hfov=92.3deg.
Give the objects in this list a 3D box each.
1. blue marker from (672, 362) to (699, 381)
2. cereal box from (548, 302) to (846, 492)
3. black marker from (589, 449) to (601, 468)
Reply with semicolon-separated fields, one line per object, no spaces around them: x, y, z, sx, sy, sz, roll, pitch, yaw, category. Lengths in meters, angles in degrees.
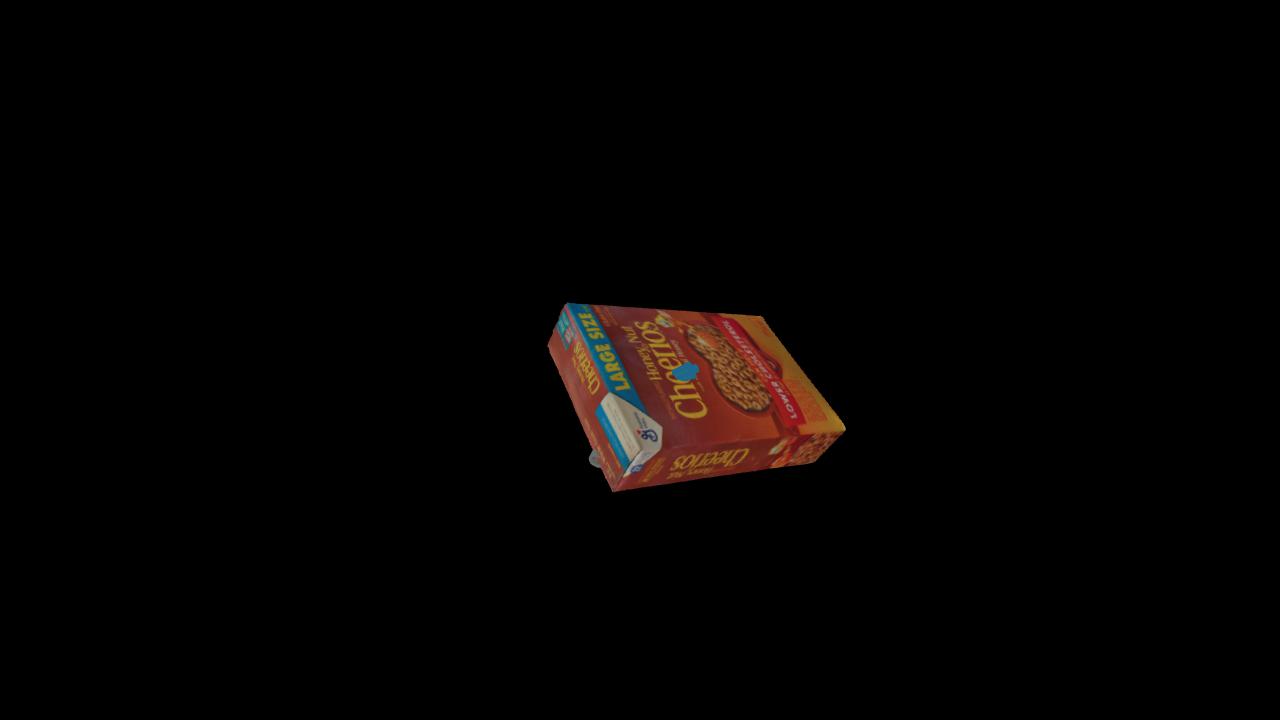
0.008;0.031;0.658;0.121;0.020;0.020;-23;-8;19;blue marker
0.068;0.033;0.709;0.306;0.203;0.081;1;-45;-36;cereal box
-0.025;0.064;0.653;0.020;0.020;0.121;0;38;22;black marker
